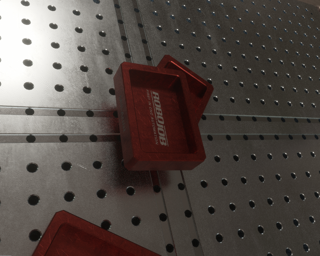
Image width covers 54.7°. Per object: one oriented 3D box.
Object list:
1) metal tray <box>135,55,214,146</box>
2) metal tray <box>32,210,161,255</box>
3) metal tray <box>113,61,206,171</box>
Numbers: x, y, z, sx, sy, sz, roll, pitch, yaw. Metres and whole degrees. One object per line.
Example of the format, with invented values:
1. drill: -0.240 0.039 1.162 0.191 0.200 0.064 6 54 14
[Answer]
1. metal tray: 0.016 -0.036 0.436 0.090 0.030 0.130 34 51 -6
2. metal tray: -0.058 0.145 0.285 0.131 0.030 0.090 29 52 -10
3. metal tray: -0.003 -0.015 0.374 0.091 0.030 0.130 4 60 -27
